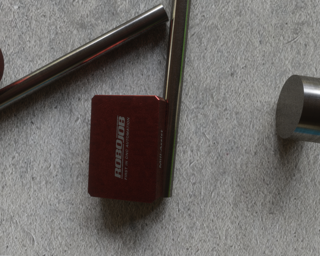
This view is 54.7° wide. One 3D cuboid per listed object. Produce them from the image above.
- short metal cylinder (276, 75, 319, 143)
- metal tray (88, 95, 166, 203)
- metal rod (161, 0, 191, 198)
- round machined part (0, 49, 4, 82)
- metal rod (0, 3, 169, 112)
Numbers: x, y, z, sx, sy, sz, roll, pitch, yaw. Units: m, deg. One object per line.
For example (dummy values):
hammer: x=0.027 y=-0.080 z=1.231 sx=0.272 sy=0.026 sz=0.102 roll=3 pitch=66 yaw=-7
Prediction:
short metal cylinder: x=0.184 y=-0.023 z=0.384 sx=0.050 sy=0.080 sz=0.080 roll=8 pitch=90 yaw=0
metal tray: x=-0.042 y=0.024 z=0.395 sx=0.090 sy=0.030 sz=0.129 roll=2 pitch=90 yaw=16
metal rod: x=0.018 y=-0.059 z=0.410 sx=0.025 sy=0.025 sz=0.298 roll=6 pitch=90 yaw=0
round machined part: x=-0.250 y=-0.081 z=0.399 sx=0.099 sy=0.042 sz=0.097 roll=0 pitch=90 yaw=0
metal rod: x=-0.127 y=-0.081 z=0.408 sx=0.301 sy=0.025 sz=0.025 roll=-28 pitch=90 yaw=0
